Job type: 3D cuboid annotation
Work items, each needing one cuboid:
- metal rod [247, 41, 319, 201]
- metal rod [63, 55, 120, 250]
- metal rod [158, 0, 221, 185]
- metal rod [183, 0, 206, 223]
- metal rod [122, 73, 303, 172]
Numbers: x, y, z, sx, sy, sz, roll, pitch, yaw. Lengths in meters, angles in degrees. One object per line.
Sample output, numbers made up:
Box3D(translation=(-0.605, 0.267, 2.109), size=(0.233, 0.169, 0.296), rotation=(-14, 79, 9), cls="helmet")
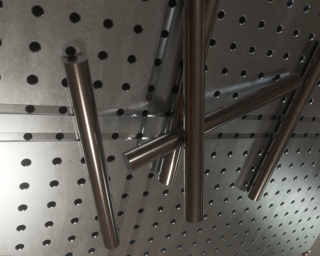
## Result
Box3D(translation=(0.217, 0.002, 0.533), size=(0.025, 0.025, 0.298), rotation=(2, 118, -30), cls="metal rod")
Box3D(translation=(-0.081, 0.054, 0.401), size=(0.025, 0.025, 0.298), rotation=(-16, 125, -20), cls="metal rod")
Box3D(translation=(0.037, -0.053, 0.400), size=(0.025, 0.025, 0.298), rotation=(-3, 120, -27), cls="metal rod")
Box3D(translation=(0.040, -0.028, 0.365), size=(0.025, 0.025, 0.298), rotation=(-8, 106, -25), cls="metal rod")
Box3D(translation=(0.087, -0.017, 0.426), size=(0.302, 0.025, 0.025), rotation=(-24, 128, -23), cls="metal rod")
